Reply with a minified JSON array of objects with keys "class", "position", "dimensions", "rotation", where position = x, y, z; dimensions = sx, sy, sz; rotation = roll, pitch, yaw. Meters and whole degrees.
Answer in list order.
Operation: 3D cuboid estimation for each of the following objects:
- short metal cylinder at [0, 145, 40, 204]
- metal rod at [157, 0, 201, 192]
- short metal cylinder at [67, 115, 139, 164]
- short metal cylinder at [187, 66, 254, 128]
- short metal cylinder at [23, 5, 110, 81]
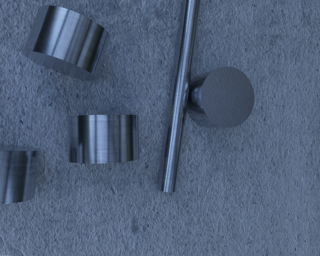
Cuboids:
[{"class":"short metal cylinder","position":[-0.169,0.044,0.318],"dimensions":[0.081,0.080,0.050],"rotation":[6,88,-20]},{"class":"metal rod","position":[0.029,-0.065,0.419],"dimensions":[0.025,0.025,0.298],"rotation":[9,87,-20]},{"class":"short metal cylinder","position":[-0.064,0.011,0.356],"dimensions":[0.081,0.080,0.050],"rotation":[-1,91,-20]},{"class":"short metal cylinder","position":[0.081,-0.040,0.425],"dimensions":[0.081,0.050,0.079],"rotation":[0,90,-20]},{"class":"short metal cylinder","position":[-0.101,-0.091,0.342],"dimensions":[0.081,0.080,0.050],"rotation":[19,84,-19]}]
